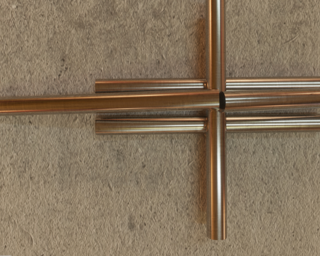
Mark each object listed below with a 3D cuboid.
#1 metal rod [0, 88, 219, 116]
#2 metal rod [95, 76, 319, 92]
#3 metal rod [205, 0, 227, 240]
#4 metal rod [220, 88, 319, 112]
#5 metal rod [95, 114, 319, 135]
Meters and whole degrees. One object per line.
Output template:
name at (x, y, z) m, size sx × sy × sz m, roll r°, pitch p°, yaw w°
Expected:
metal rod at (-0.080, -0.031, 0.385) m, size 0.302 × 0.025 × 0.025 m, roll -1°, pitch 90°, yaw 9°
metal rod at (0.068, -0.055, 0.411) m, size 0.302 × 0.025 × 0.025 m, roll -1°, pitch 90°, yaw -1°
metal rod at (0.070, -0.013, 0.387) m, size 0.025 × 0.025 × 0.298 m, roll 0°, pitch 90°, yaw -1°
metal rod at (0.220, -0.038, 0.389) m, size 0.302 × 0.025 × 0.025 m, roll -3°, pitch 90°, yaw -11°
metal rod at (0.068, -0.005, 0.411) m, size 0.302 × 0.025 × 0.025 m, roll -1°, pitch 90°, yaw -1°
